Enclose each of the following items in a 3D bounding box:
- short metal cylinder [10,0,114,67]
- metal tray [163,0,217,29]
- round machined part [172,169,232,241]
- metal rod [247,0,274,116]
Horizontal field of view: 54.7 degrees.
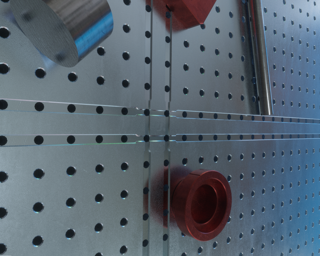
[{"bbox_3d":[-0.092,-0.105,0.296,0.050,0.080,0.080,-51,120,-28],"label":"short metal cylinder"},{"bbox_3d":[0.050,-0.222,0.447,0.090,0.030,0.130,42,64,-32],"label":"metal tray"},{"bbox_3d":[0.056,0.107,0.445,0.099,0.042,0.097,-1,91,-40],"label":"round machined part"},{"bbox_3d":[0.174,-0.171,0.554,0.025,0.025,0.298,-15,100,-39],"label":"metal rod"}]
